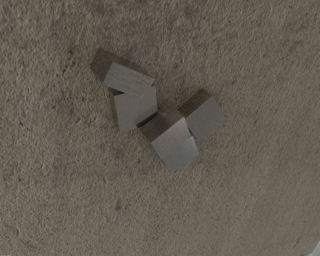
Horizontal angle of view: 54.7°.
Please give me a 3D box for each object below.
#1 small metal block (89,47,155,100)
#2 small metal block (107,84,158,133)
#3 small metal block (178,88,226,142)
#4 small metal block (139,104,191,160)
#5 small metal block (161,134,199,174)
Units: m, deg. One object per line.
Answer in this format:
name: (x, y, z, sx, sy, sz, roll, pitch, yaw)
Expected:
small metal block: (-0.041, -0.059, 0.332, 0.050, 0.050, 0.025, 17, 109, -35)
small metal block: (-0.032, -0.027, 0.373, 0.050, 0.025, 0.050, -17, 125, -19)
small metal block: (0.056, -0.017, 0.427, 0.050, 0.025, 0.050, -41, 130, -1)
small metal block: (0.008, 0.006, 0.388, 0.050, 0.025, 0.050, -38, 148, -8)
small metal block: (0.023, 0.030, 0.431, 0.050, 0.025, 0.050, -34, 142, -6)
